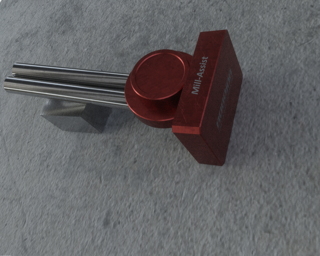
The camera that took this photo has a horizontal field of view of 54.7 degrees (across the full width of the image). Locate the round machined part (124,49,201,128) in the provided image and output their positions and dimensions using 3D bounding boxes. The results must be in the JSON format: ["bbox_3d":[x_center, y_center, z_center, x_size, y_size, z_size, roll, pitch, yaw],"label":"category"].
[{"bbox_3d":[0.005,-0.052,0.360,0.098,0.042,0.098,-6,63,13],"label":"round machined part"}]

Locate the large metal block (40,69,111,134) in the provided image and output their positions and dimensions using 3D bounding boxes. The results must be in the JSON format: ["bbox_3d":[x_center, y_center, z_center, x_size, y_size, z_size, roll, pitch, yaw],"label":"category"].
[{"bbox_3d":[-0.120,-0.040,0.470,0.080,0.050,0.080,4,63,29],"label":"large metal block"}]

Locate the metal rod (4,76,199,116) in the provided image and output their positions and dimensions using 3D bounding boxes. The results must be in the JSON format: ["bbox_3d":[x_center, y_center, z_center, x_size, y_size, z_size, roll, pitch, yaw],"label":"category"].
[{"bbox_3d":[-0.080,-0.041,0.414,0.301,0.025,0.025,9,66,18],"label":"metal rod"}]

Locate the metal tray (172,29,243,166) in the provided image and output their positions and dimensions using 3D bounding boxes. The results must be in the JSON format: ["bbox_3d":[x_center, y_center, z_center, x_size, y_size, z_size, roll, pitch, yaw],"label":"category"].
[{"bbox_3d":[0.059,-0.033,0.351,0.030,0.090,0.130,4,63,30],"label":"metal tray"}]

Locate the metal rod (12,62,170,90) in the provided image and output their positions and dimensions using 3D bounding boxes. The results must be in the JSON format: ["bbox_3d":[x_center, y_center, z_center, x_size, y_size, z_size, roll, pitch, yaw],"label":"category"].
[{"bbox_3d":[-0.072,-0.065,0.424,0.301,0.025,0.025,9,65,17],"label":"metal rod"}]
